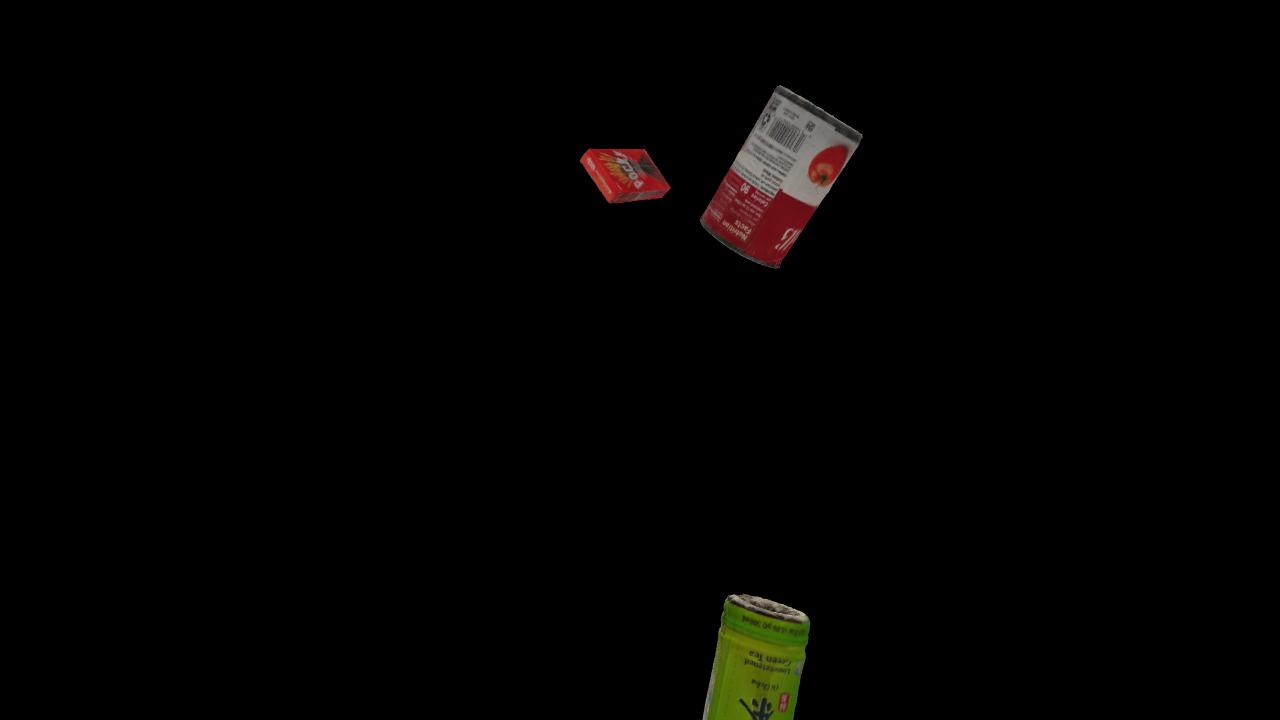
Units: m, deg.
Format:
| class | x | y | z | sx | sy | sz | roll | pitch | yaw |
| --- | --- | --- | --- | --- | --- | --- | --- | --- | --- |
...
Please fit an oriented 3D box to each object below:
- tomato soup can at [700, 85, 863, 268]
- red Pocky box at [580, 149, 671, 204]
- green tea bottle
| class | x | y | z | sx | sy | sz | roll | pitch | yaw |
| --- | --- | --- | --- | --- | --- | --- | --- | --- | --- |
| tomato soup can | 0.094 | -0.124 | 0.421 | 0.068 | 0.101 | 0.068 | 24 | 26 | -13 |
| red Pocky box | -0.018 | -0.284 | 0.943 | 0.028 | 0.083 | 0.155 | -36 | -5 | 36 |
| green tea bottle | 0.080 | 0.298 | 0.479 | 0.073 | 0.212 | 0.073 | 13 | -8 | 2 |
